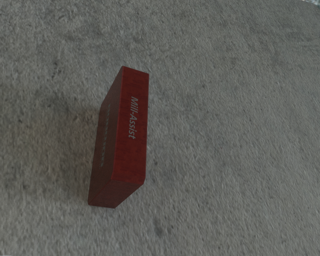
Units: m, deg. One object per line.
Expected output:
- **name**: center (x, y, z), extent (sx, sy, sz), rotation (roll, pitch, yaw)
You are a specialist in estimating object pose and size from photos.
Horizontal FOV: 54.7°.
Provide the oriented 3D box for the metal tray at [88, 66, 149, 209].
- **metal tray**: center (-0.044, 0.010, 0.332), extent (0.030, 0.090, 0.130), rotation (14, 56, -21)
